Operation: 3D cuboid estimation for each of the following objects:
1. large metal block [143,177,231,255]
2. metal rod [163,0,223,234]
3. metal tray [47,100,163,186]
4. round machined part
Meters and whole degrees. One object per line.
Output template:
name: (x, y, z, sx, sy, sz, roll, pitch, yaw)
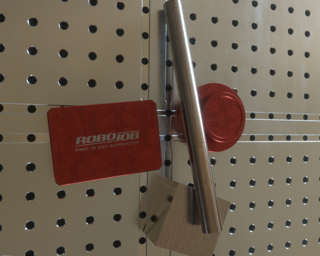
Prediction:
large metal block: (0.035, 0.119, 0.413, 0.080, 0.050, 0.080, 24, 82, -19)
metal rod: (0.040, -0.022, 0.396, 0.025, 0.025, 0.298, -6, 80, -20)
metal tray: (-0.067, 0.015, 0.385, 0.131, 0.030, 0.089, -7, 92, -20)
round machined part: (0.079, -0.015, 0.433, 0.099, 0.042, 0.097, 0, 90, -20)
